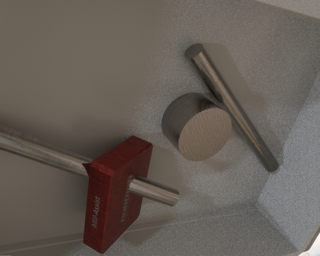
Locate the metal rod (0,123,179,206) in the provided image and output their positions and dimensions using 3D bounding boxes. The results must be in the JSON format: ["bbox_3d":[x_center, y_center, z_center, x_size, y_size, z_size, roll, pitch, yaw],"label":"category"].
[{"bbox_3d":[-0.098,0.040,0.357,0.302,0.025,0.025,26,104,-30],"label":"metal rod"}]

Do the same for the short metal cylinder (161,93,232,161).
[{"bbox_3d":[0.049,-0.002,0.420,0.081,0.050,0.079,-14,125,-21],"label":"short metal cylinder"}]

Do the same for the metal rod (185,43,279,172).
[{"bbox_3d":[0.122,-0.012,0.470,0.025,0.025,0.300,-44,130,2],"label":"metal rod"}]

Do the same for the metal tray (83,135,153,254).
[{"bbox_3d":[-0.054,0.084,0.399,0.091,0.030,0.129,-34,141,-55],"label":"metal tray"}]
